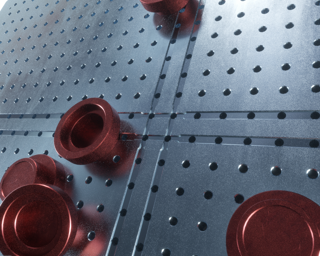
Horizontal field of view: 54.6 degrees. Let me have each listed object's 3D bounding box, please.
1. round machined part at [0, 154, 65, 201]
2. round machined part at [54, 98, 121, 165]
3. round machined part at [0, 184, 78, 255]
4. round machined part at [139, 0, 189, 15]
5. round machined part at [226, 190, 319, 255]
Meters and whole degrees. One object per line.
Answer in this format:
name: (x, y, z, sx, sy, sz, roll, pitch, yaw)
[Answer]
round machined part: (-0.191, 0.082, 0.449, 0.098, 0.042, 0.098, -13, 56, 21)
round machined part: (-0.099, 0.008, 0.446, 0.098, 0.042, 0.098, -13, 56, 21)
round machined part: (-0.149, 0.119, 0.388, 0.098, 0.042, 0.098, -1, 80, 9)
round machined part: (0.014, -0.235, 0.535, 0.098, 0.042, 0.098, -13, 56, 21)
round machined part: (0.107, 0.103, 0.278, 0.098, 0.042, 0.098, -13, 56, 21)
